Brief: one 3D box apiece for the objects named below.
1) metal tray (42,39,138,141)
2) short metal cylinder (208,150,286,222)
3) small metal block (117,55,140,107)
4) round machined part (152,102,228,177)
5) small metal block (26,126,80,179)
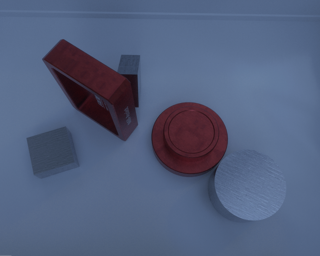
[{"bbox_3d":[-0.075,-0.037,0.367,0.090,0.130,0.030,33,74,11],"label":"metal tray"},{"bbox_3d":[0.102,0.071,0.372,0.081,0.050,0.080,0,70,0],"label":"short metal cylinder"},{"bbox_3d":[-0.040,-0.062,0.409,0.025,0.050,0.050,1,41,0],"label":"small metal block"},{"bbox_3d":[0.038,0.011,0.397,0.099,0.042,0.098,0,70,-1],"label":"round machined part"},{"bbox_3d":[-0.136,0.032,0.396,0.050,0.025,0.050,-17,71,-7],"label":"small metal block"}]
